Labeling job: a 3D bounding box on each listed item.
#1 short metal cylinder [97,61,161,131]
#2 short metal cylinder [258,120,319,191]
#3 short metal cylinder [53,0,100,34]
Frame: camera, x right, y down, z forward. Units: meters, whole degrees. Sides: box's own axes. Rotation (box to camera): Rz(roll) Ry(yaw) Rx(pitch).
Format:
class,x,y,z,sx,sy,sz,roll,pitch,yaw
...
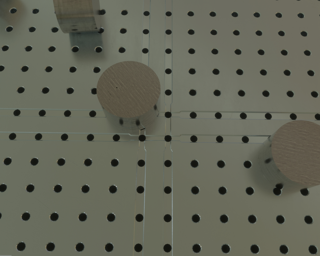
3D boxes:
class,x,y,z,sx,sy,sz,roll,pitch,yaw
short metal cylinder,-0.040,-0.042,0.413,0.081,0.050,0.080,0,70,-1
short metal cylinder,0.171,0.036,0.387,0.081,0.050,0.080,0,70,-1
short metal cylinder,-0.118,-0.179,0.447,0.050,0.080,0.080,-4,70,-2
